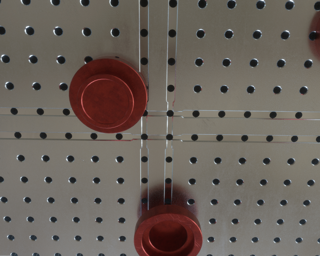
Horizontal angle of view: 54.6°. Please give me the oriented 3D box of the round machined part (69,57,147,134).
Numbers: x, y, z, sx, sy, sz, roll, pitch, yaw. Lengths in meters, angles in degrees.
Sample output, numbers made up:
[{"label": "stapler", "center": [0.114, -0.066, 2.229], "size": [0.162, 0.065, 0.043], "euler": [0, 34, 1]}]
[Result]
[{"label": "round machined part", "center": [-0.066, -0.038, 0.390], "size": [0.099, 0.042, 0.097], "euler": [0, 110, 0]}]

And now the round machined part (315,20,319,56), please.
[{"label": "round machined part", "center": [0.242, -0.112, 0.365], "size": [0.099, 0.042, 0.097], "euler": [0, 110, 0]}]

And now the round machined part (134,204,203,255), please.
[{"label": "round machined part", "center": [0.012, 0.155, 0.461], "size": [0.099, 0.042, 0.097], "euler": [0, 110, 0]}]
